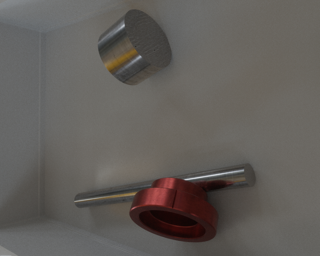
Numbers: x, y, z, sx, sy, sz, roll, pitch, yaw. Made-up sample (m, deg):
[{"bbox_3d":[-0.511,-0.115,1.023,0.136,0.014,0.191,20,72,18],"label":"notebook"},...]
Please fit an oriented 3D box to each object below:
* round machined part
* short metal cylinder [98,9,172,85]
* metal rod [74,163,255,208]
[{"bbox_3d":[0.018,0.092,0.356,0.098,0.098,0.042,-18,42,38],"label":"round machined part"},{"bbox_3d":[-0.031,-0.101,0.394,0.050,0.081,0.080,-26,74,37],"label":"short metal cylinder"},{"bbox_3d":[-0.018,0.085,0.419,0.300,0.025,0.025,-17,79,38],"label":"metal rod"}]
